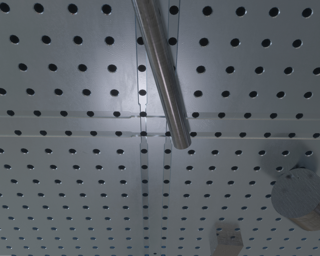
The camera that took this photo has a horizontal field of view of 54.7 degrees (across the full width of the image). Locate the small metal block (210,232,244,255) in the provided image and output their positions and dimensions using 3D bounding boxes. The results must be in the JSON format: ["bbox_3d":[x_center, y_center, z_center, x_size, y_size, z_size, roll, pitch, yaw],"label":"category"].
[{"bbox_3d":[0.131,0.233,0.611,0.050,0.025,0.050,6,130,-6],"label":"small metal block"}]

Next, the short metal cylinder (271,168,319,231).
[{"bbox_3d":[0.219,0.108,0.470,0.050,0.080,0.080,36,121,-27],"label":"short metal cylinder"}]

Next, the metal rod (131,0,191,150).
[{"bbox_3d":[-0.004,-0.089,0.335,0.025,0.025,0.299,-11,130,9],"label":"metal rod"}]
